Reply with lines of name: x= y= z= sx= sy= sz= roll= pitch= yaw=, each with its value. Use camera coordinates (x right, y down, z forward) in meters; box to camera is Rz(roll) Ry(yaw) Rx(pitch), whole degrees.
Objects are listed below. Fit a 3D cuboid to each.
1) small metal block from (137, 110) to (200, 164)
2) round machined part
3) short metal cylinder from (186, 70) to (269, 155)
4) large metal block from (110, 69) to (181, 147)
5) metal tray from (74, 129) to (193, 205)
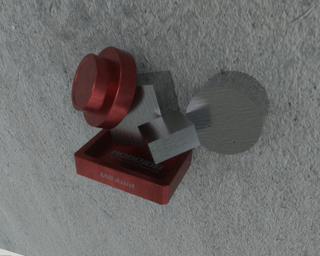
small metal block: x=0.008 y=0.008 z=0.334 sx=0.050 sy=0.050 sz=0.025 roll=-23 pitch=115 yaw=-7
round machined part: x=-0.072 y=-0.050 z=0.367 sx=0.042 sy=0.098 sz=0.098 roll=13 pitch=140 yaw=-36
short metal cylinder: x=0.075 y=-0.017 z=0.343 sx=0.080 sy=0.050 sz=0.079 roll=13 pitch=124 yaw=21
large metal block: x=-0.023 y=-0.023 z=0.391 sx=0.080 sy=0.050 sz=0.080 roll=-1 pitch=118 yaw=29
metal tray: x=-0.033 y=0.042 z=0.409 sx=0.130 sy=0.090 sz=0.030 roll=16 pitch=125 yaw=19
